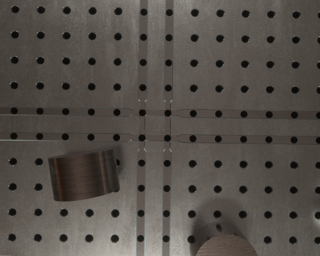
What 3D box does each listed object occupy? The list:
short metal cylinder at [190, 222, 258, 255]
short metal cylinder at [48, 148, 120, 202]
[{"bbox_3d":[0.081,0.169,0.402,0.081,0.050,0.079,0,90,-1],"label":"short metal cylinder"},{"bbox_3d":[-0.093,0.056,0.385,0.081,0.080,0.050,-8,90,0],"label":"short metal cylinder"}]
